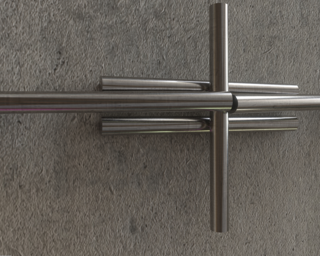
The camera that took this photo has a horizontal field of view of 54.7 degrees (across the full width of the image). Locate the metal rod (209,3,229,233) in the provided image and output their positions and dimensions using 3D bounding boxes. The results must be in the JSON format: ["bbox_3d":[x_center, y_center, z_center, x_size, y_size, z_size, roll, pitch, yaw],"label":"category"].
[{"bbox_3d":[0.079,-0.013,0.414,0.025,0.025,0.298,0,90,-20],"label":"metal rod"}]

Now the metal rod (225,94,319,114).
[{"bbox_3d":[0.220,-0.039,0.467,0.303,0.025,0.025,-4,92,-30],"label":"metal rod"}]

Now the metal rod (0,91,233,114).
[{"bbox_3d":[-0.062,-0.030,0.361,0.302,0.025,0.025,-1,91,-11],"label":"metal rod"}]

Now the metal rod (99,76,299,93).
[{"bbox_3d":[0.068,-0.055,0.436,0.303,0.025,0.025,-1,91,-21],"label":"metal rod"}]

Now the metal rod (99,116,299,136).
[{"bbox_3d":[0.068,-0.005,0.436,0.303,0.025,0.025,-1,91,-21],"label":"metal rod"}]
